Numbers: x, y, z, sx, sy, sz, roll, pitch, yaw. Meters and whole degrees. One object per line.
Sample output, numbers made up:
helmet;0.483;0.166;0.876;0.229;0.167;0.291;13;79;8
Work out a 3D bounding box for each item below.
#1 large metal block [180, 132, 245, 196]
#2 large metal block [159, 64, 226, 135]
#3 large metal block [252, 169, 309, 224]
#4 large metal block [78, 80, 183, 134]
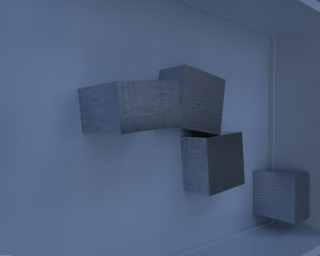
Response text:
large metal block;0.079;0.049;0.459;0.081;0.050;0.079;-7;95;-40
large metal block;0.042;-0.035;0.428;0.081;0.050;0.080;10;83;-40
large metal block;0.215;0.118;0.555;0.050;0.080;0.079;1;90;-40
large metal block;-0.034;-0.023;0.344;0.081;0.080;0.050;-8;96;-40
